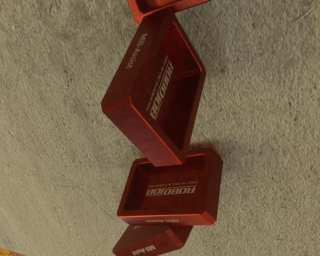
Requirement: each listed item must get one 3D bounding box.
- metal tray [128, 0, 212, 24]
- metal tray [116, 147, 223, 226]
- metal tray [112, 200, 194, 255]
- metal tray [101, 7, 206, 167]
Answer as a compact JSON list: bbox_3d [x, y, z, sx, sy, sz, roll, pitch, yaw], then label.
[{"bbox_3d":[-0.003,-0.176,0.295,0.090,0.030,0.129,-8,115,31],"label":"metal tray"},{"bbox_3d":[0.012,0.078,0.403,0.130,0.090,0.030,-12,136,33],"label":"metal tray"},{"bbox_3d":[-0.004,0.145,0.456,0.130,0.090,0.030,-35,99,38],"label":"metal tray"},{"bbox_3d":[0.003,-0.040,0.296,0.030,0.130,0.090,-10,136,33],"label":"metal tray"}]
